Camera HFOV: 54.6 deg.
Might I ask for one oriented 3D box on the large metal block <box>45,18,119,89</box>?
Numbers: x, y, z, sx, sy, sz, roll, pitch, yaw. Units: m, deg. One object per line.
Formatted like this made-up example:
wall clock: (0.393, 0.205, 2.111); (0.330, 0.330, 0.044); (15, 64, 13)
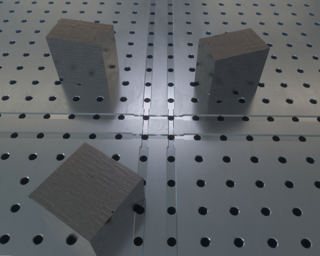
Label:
large metal block: (-0.112, -0.110, 0.464); (0.080, 0.080, 0.050); (10, 51, 8)

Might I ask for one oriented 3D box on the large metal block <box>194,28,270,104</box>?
large metal block: (0.100, -0.088, 0.447); (0.081, 0.080, 0.050); (-15, 52, -13)

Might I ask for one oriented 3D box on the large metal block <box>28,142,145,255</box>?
large metal block: (-0.073, 0.074, 0.329); (0.080, 0.050, 0.080); (28, 55, 21)
